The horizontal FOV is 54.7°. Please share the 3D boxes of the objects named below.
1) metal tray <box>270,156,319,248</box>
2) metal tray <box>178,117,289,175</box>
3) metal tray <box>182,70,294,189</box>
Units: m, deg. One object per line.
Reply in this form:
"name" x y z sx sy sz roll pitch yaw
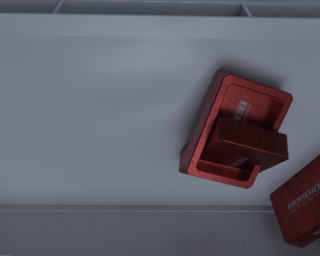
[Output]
"metal tray" 0.229 0.106 0.460 0.030 0.090 0.129 23 126 -18
"metal tray" 0.089 0.036 0.405 0.091 0.030 0.129 15 153 -13
"metal tray" 0.092 0.004 0.379 0.091 0.030 0.129 16 107 -13
